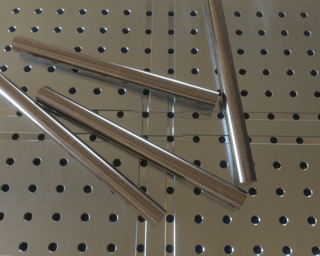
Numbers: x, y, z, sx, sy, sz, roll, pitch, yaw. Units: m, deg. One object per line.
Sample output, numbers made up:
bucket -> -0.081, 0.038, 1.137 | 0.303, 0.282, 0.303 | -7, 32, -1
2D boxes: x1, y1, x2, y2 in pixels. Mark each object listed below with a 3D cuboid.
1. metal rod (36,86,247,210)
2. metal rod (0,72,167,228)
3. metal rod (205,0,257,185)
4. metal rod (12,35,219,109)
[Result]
metal rod -> -0.031, 0.021, 0.403 | 0.301, 0.025, 0.025 | 27, 72, 9
metal rod -> -0.115, 0.020, 0.403 | 0.300, 0.025, 0.025 | 37, 74, 12
metal rod -> 0.095, -0.071, 0.438 | 0.025, 0.025, 0.299 | -5, 70, -2
metal rod -> -0.066, -0.081, 0.440 | 0.301, 0.025, 0.025 | 17, 71, 6
